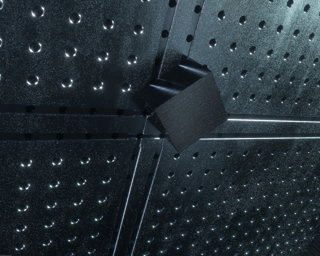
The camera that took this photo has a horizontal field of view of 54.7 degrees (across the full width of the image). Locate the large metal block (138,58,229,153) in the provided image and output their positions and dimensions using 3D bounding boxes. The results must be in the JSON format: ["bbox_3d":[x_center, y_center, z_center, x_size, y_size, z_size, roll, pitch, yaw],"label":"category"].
[{"bbox_3d":[0.032,-0.028,0.397,0.080,0.050,0.080,-34,129,-6],"label":"large metal block"}]
